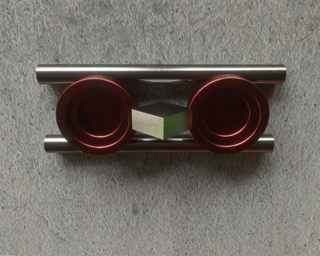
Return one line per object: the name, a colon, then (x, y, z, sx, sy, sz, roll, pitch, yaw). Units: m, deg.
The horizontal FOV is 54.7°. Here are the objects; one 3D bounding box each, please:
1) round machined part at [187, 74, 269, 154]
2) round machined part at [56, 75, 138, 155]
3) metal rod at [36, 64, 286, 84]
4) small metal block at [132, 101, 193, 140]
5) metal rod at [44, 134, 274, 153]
round machined part: (0.082, -0.020, 0.390, 0.099, 0.042, 0.097, 0, 110, 0)
round machined part: (-0.075, -0.019, 0.390, 0.099, 0.042, 0.097, 0, 110, 0)
metal rod: (0.002, -0.067, 0.386, 0.302, 0.025, 0.025, 0, 110, -1)
small metal block: (0.003, -0.011, 0.366, 0.050, 0.050, 0.025, 17, 116, 40)
metal rod: (-0.001, 0.021, 0.418, 0.302, 0.025, 0.025, 0, 110, -1)
